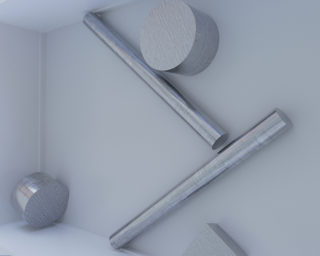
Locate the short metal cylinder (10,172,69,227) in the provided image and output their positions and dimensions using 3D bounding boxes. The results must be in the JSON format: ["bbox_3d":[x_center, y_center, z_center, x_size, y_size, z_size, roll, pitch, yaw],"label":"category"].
[{"bbox_3d":[-0.209,0.124,0.540,0.050,0.081,0.079,23,104,37],"label":"short metal cylinder"}]

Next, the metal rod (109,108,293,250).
[{"bbox_3d":[0.029,0.078,0.380,0.299,0.025,0.025,-44,64,31],"label":"metal rod"}]

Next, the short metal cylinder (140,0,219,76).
[{"bbox_3d":[0.023,-0.105,0.370,0.080,0.050,0.079,0,90,39],"label":"short metal cylinder"}]

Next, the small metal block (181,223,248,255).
[{"bbox_3d":[0.060,0.143,0.346,0.050,0.025,0.050,42,102,38],"label":"small metal block"}]

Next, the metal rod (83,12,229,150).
[{"bbox_3d":[-0.022,-0.079,0.422,0.300,0.025,0.025,46,118,29],"label":"metal rod"}]
